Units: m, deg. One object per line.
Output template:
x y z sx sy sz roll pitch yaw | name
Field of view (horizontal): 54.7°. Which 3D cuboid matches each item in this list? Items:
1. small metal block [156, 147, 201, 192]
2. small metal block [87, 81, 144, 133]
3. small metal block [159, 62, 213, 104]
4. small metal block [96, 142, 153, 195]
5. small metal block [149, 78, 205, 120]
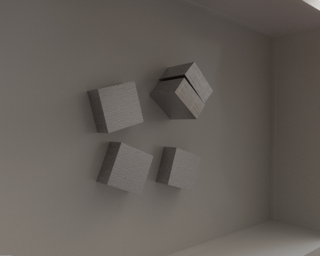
0.026 0.057 0.429 0.050 0.025 0.050 23 76 -38 | small metal block
-0.051 -0.025 0.363 0.050 0.025 0.050 -20 103 -38 | small metal block
0.035 -0.058 0.419 0.050 0.050 0.025 51 60 -28 | small metal block
-0.041 0.049 0.372 0.050 0.025 0.050 27 73 -37 | small metal block
0.023 -0.037 0.409 0.050 0.050 0.025 47 62 -30 | small metal block
